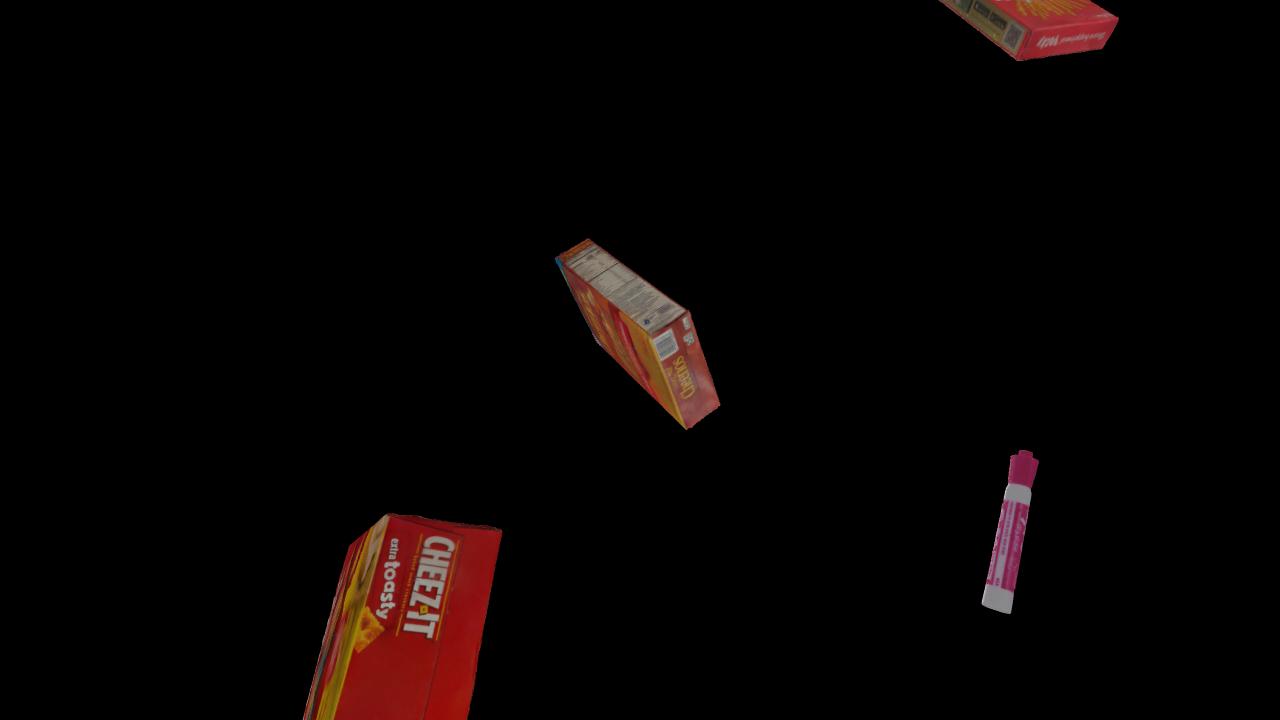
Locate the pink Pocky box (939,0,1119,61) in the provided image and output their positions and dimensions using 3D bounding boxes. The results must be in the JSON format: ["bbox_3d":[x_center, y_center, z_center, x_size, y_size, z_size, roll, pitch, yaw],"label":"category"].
[{"bbox_3d":[0.335,-0.321,0.552,0.084,0.155,0.029,-11,-37,-8],"label":"pink Pocky box"}]

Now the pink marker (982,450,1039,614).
[{"bbox_3d":[0.277,0.125,0.458,0.020,0.121,0.020,19,-15,5],"label":"pink marker"}]

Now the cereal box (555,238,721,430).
[{"bbox_3d":[-0.009,-0.049,0.979,0.081,0.203,0.306,-35,43,-13],"label":"cereal box"}]

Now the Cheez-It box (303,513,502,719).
[{"bbox_3d":[-0.159,0.193,0.377,0.071,0.166,0.223,17,-27,-23],"label":"Cheez-It box"}]
